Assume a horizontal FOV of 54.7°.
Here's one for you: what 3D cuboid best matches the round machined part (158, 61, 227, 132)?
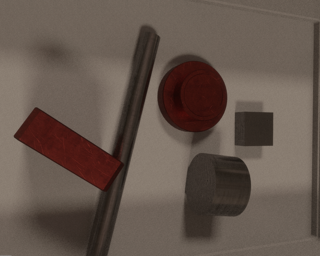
[{"bbox_3d":[0.050,-0.043,0.421,0.099,0.042,0.097,0,90,-21],"label":"round machined part"}]

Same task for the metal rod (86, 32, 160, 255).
[{"bbox_3d":[-0.046,0.024,0.394,0.025,0.025,0.298,15,85,-20],"label":"metal rod"}]

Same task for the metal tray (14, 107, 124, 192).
[{"bbox_3d":[-0.096,0.019,0.320,0.090,0.130,0.030,36,79,-17],"label":"metal tray"}]

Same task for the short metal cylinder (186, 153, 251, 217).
[{"bbox_3d":[0.075,0.075,0.410,0.050,0.080,0.080,8,87,-20],"label":"short metal cylinder"}]

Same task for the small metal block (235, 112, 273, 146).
[{"bbox_3d":[0.141,0.001,0.464,0.050,0.025,0.050,0,90,-21],"label":"small metal block"}]
